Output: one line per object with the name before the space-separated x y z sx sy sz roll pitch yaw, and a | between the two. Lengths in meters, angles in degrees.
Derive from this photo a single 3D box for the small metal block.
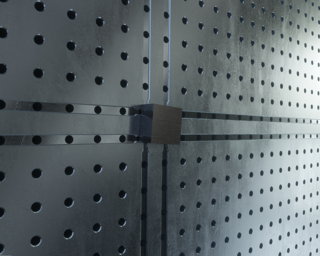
small metal block | 0.002 -0.004 0.412 0.050 0.025 0.050 6 86 -40
